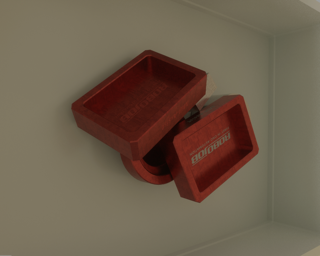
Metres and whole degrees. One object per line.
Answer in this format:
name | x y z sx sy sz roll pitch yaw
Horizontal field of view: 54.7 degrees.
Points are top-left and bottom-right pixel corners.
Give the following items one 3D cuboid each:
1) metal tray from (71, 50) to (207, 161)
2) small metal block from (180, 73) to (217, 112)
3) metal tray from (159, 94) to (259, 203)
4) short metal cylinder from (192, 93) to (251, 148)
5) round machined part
metal tray | -0.019 -0.033 0.346 0.131 0.090 0.030 -44 149 -32
small metal block | 0.042 -0.048 0.425 0.050 0.050 0.025 -51 121 -29
metal tray | 0.068 0.022 0.398 0.131 0.030 0.090 -31 109 -31
short metal cylinder | 0.093 -0.011 0.468 0.081 0.050 0.079 0 90 -40
round machined part | -0.010 0.020 0.389 0.099 0.042 0.097 0 90 -40
